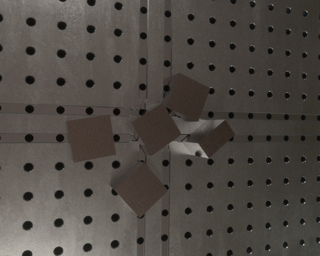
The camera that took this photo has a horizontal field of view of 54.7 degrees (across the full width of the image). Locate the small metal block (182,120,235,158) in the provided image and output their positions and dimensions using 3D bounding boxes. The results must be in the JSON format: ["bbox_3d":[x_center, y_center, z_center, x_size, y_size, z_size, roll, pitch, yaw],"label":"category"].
[{"bbox_3d":[0.066,0.014,0.425,0.050,0.050,0.025,-39,103,-16],"label":"small metal block"}]

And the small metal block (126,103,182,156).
[{"bbox_3d":[-0.008,0.001,0.411,0.050,0.025,0.050,-35,102,-17],"label":"small metal block"}]

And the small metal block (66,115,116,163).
[{"bbox_3d":[-0.085,0.012,0.382,0.050,0.025,0.050,-10,94,-20],"label":"small metal block"}]

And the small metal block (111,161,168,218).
[{"bbox_3d":[-0.027,0.079,0.404,0.050,0.025,0.050,-42,104,-15],"label":"small metal block"}]

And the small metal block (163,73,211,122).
[{"bbox_3d":[0.035,-0.041,0.427,0.050,0.025,0.050,23,82,-19],"label":"small metal block"}]
